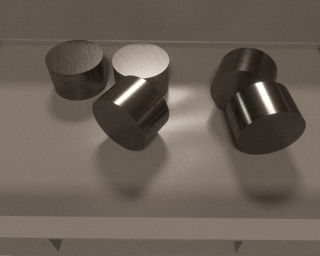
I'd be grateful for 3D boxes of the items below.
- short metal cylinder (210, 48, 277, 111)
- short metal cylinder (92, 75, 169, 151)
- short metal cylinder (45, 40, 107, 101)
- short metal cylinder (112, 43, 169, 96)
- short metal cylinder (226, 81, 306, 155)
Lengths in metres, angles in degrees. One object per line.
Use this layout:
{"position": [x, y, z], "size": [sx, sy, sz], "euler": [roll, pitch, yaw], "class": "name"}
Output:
{"position": [0.115, -0.061, 0.423], "size": [0.080, 0.080, 0.050], "euler": [16, 52, 13], "class": "short metal cylinder"}
{"position": [-0.036, -0.018, 0.384], "size": [0.080, 0.080, 0.050], "euler": [28, 55, 21], "class": "short metal cylinder"}
{"position": [-0.122, -0.087, 0.460], "size": [0.081, 0.050, 0.080], "euler": [0, 50, 0], "class": "short metal cylinder"}
{"position": [-0.027, -0.081, 0.456], "size": [0.081, 0.050, 0.080], "euler": [0, 50, 0], "class": "short metal cylinder"}
{"position": [0.128, -0.011, 0.380], "size": [0.081, 0.080, 0.050], "euler": [-5, 50, -5], "class": "short metal cylinder"}
